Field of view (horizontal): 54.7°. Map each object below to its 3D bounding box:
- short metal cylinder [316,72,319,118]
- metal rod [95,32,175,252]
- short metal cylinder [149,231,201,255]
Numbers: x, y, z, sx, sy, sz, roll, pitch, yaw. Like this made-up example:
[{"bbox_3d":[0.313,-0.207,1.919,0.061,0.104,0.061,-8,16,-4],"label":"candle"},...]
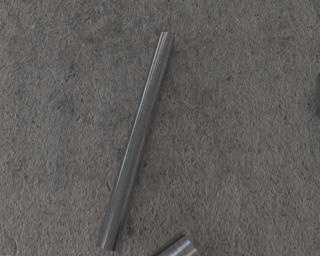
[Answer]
[{"bbox_3d":[0.245,-0.043,0.396,0.080,0.080,0.050,9,71,3],"label":"short metal cylinder"},{"bbox_3d":[-0.026,0.003,0.406,0.025,0.025,0.299,13,70,5],"label":"metal rod"},{"bbox_3d":[0.026,0.157,0.322,0.050,0.080,0.080,-35,74,-12],"label":"short metal cylinder"}]
